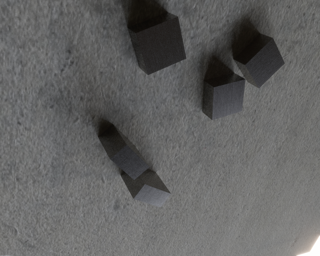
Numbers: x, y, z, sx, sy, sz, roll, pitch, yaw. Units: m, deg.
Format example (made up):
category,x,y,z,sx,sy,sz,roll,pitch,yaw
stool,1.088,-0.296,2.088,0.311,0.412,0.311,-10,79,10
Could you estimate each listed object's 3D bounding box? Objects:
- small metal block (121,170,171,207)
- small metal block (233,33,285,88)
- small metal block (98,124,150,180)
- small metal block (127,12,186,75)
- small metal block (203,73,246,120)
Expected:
category,x,y,z,sx,sy,sz,roll,pitch,yaw
small metal block,-0.020,0.079,0.430,0.050,0.050,0.025,29,102,-38
small metal block,0.137,-0.092,0.427,0.050,0.025,0.050,-45,130,2
small metal block,-0.045,0.030,0.386,0.025,0.050,0.050,-41,130,-1
small metal block,-0.002,-0.095,0.348,0.050,0.025,0.050,-26,128,-13
small metal block,0.088,-0.044,0.430,0.050,0.025,0.050,-16,125,-20
